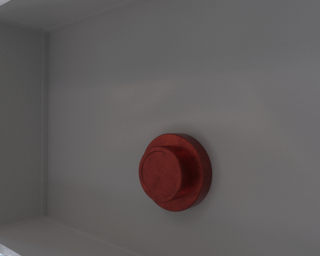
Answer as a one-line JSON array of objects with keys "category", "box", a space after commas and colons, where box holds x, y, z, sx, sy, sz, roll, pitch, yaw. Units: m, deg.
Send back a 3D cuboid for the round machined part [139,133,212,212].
[{"category": "round machined part", "box": [0.012, 0.056, 0.387, 0.098, 0.042, 0.097, 0, 90, 40]}]
